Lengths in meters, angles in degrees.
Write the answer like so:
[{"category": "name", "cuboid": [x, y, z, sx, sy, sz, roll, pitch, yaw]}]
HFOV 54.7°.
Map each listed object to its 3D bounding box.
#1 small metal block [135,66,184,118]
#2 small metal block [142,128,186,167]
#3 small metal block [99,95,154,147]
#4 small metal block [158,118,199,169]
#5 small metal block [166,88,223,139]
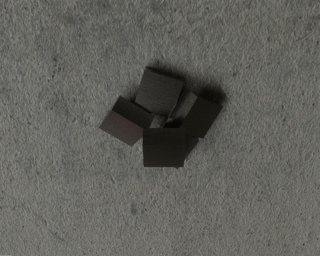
[{"category": "small metal block", "cuboid": [-0.002, -0.045, 0.395, 0.050, 0.025, 0.050, 16, 109, -7]}, {"category": "small metal block", "cuboid": [0.005, 0.025, 0.382, 0.050, 0.025, 0.050, 0, 143, -1]}, {"category": "small metal block", "cuboid": [-0.043, -0.007, 0.395, 0.050, 0.025, 0.050, 31, 143, -12]}, {"category": "small metal block", "cuboid": [0.016, 0.019, 0.419, 0.050, 0.025, 0.050, 31, 107, -11]}, {"category": "small metal block", "cuboid": [0.044, -0.018, 0.393, 0.050, 0.025, 0.050, 14, 114, -41]}]
